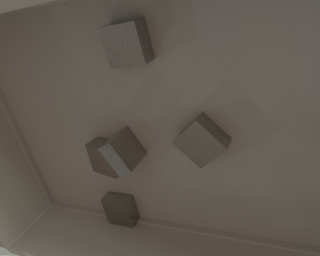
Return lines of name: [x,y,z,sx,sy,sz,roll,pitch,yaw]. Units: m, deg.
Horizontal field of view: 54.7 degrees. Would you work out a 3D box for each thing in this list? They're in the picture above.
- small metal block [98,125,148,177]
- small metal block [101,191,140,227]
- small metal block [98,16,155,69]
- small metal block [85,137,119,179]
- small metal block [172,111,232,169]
small metal block: [-0.051,0.033,0.440,0.025,0.050,0.050,-27,104,37]
small metal block: [-0.067,0.139,0.530,0.050,0.025,0.050,1,119,28]
small metal block: [-0.039,-0.100,0.367,0.050,0.025,0.050,-1,118,28]
small metal block: [-0.082,0.045,0.475,0.050,0.025,0.050,11,124,34]
small metal block: [0.053,0.016,0.391,0.050,0.025,0.050,43,129,-2]
